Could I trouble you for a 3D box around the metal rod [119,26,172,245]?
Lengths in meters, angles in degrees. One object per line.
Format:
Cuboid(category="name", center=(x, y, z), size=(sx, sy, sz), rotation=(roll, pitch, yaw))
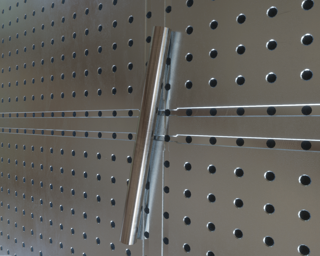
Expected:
Cuboid(category="metal rod", center=(-0.021, 0.016, 0.424), size=(0.025, 0.025, 0.298), rotation=(16, 100, 38))
